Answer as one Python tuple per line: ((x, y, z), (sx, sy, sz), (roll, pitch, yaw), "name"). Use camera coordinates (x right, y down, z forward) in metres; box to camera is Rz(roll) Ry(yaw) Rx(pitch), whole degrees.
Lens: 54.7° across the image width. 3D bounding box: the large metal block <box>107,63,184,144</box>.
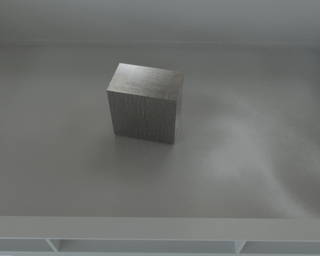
((-0.016, -0.029, 0.391), (0.080, 0.080, 0.050), (9, 51, 7), "large metal block")
